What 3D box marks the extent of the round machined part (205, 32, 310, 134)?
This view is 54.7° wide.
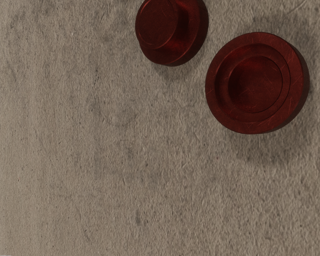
[{"bbox_3d":[0.098,-0.043,0.312,0.098,0.042,0.097,0,90,39],"label":"round machined part"}]

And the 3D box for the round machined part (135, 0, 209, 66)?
[{"bbox_3d":[0.007,-0.129,0.386,0.098,0.042,0.097,0,90,39],"label":"round machined part"}]
